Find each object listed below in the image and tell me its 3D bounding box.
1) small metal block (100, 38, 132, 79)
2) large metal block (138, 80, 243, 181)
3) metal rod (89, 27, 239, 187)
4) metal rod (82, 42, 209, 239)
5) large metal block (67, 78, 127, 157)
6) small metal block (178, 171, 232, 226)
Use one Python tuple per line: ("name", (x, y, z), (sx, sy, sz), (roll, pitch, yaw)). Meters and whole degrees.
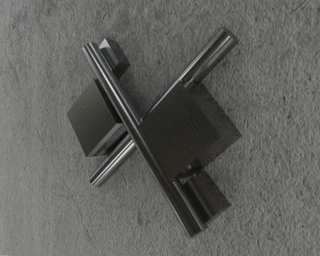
("small metal block", (-0.077, -0.098, 0.471), (0.050, 0.025, 0.050), (-45, 63, 31))
("large metal block", (0.033, 0.003, 0.363), (0.080, 0.050, 0.080), (-47, 62, 30))
("metal rod", (-0.011, -0.010, 0.417), (0.299, 0.025, 0.025), (-46, 63, 30))
("metal rod", (-0.031, -0.001, 0.398), (0.025, 0.025, 0.299), (-47, 62, 30))
("large metal block", (-0.083, -0.014, 0.457), (0.080, 0.050, 0.080), (-44, 64, 31))
("small metal block", (0.048, 0.087, 0.368), (0.050, 0.025, 0.050), (-50, 61, 28))
